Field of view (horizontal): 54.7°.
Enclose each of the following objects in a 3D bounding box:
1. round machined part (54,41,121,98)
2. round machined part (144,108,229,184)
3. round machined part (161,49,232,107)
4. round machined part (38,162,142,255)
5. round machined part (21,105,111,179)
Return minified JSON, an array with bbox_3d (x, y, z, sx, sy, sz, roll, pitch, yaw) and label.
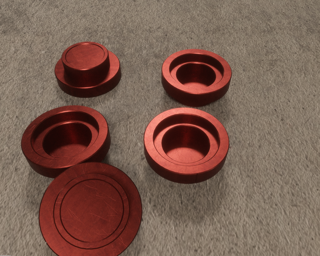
[{"bbox_3d":[-0.110,-0.095,0.470,0.099,0.042,0.098,0,50,0],"label":"round machined part"},{"bbox_3d":[0.030,0.025,0.372,0.099,0.042,0.098,0,50,0],"label":"round machined part"},{"bbox_3d":[0.051,-0.069,0.451,0.099,0.042,0.098,0,50,0],"label":"round machined part"},{"bbox_3d":[-0.066,0.081,0.301,0.099,0.042,0.098,4,71,-12],"label":"round machined part"},{"bbox_3d":[-0.108,0.021,0.371,0.099,0.042,0.098,-1,46,1],"label":"round machined part"}]
